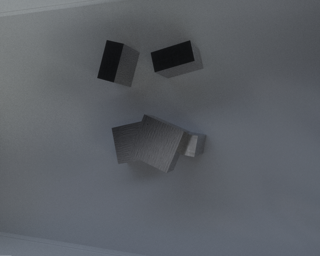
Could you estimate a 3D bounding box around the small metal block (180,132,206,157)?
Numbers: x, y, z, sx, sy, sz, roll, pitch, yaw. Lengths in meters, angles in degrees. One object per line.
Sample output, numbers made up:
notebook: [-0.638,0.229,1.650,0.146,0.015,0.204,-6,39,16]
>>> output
small metal block: [0.027,0.017,0.387,0.050,0.050,0.025,11,94,19]

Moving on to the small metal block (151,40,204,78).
small metal block: [0.023,-0.084,0.389,0.050,0.050,0.025,-13,86,19]

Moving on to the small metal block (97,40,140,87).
small metal block: [-0.054,-0.085,0.415,0.025,0.050,0.050,17,96,19]

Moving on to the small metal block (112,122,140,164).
small metal block: [-0.033,0.019,0.421,0.050,0.025,0.050,-12,86,19]

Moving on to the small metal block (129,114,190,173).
small metal block: [-0.001,0.017,0.357,0.050,0.025,0.050,24,98,18]
